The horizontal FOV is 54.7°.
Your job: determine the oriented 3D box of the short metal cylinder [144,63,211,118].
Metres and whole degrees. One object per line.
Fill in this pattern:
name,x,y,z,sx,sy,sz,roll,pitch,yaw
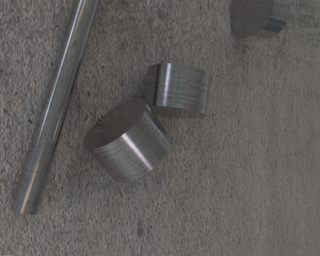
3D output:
short metal cylinder,0.021,-0.043,0.386,0.081,0.080,0.050,12,82,-39

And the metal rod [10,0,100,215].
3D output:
metal rod,-0.096,-0.063,0.323,0.025,0.025,0.299,22,76,-38

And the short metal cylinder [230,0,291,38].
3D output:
short metal cylinder,0.161,-0.189,0.503,0.050,0.080,0.079,-7,95,-40

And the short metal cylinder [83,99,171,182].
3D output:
short metal cylinder,-0.035,0.012,0.339,0.080,0.080,0.050,-50,120,-28
